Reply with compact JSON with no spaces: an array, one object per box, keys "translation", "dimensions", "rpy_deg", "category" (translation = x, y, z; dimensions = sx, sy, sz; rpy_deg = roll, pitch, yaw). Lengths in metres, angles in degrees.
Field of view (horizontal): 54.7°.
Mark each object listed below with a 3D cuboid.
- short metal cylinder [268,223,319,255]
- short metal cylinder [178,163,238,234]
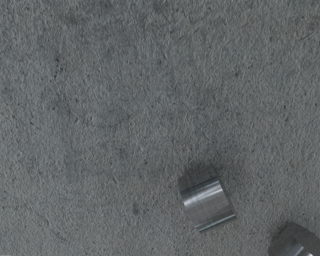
[{"translation":[0.207,0.186,0.451],"dimensions":[0.080,0.080,0.050],"rpy_deg":[29,108,-10],"category":"short metal cylinder"},{"translation":[0.064,0.094,0.415],"dimensions":[0.050,0.080,0.080],"rpy_deg":[-26,108,9],"category":"short metal cylinder"}]
